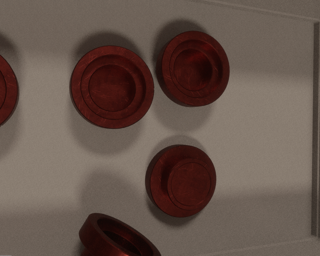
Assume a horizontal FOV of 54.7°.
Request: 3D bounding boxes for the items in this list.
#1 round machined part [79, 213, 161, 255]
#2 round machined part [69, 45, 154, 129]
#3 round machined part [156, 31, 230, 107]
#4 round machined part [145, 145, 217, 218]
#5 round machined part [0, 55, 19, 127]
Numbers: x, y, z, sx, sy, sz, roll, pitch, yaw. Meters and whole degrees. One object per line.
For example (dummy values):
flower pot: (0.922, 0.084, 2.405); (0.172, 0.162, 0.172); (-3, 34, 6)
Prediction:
round machined part: (-0.050, 0.143, 0.355); (0.098, 0.098, 0.042); (32, 86, -18)
round machined part: (-0.060, -0.048, 0.380); (0.099, 0.042, 0.097); (0, 90, -21)
round machined part: (0.041, -0.077, 0.418); (0.099, 0.042, 0.097); (0, 90, -21)
round machined part: (0.033, 0.072, 0.415); (0.099, 0.042, 0.097); (0, 90, -21)
round machined part: (-0.202, -0.039, 0.327); (0.099, 0.042, 0.097); (0, 90, -21)
